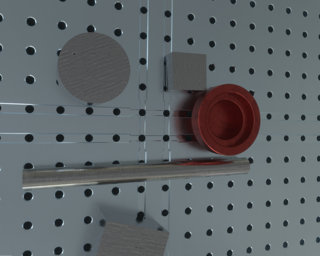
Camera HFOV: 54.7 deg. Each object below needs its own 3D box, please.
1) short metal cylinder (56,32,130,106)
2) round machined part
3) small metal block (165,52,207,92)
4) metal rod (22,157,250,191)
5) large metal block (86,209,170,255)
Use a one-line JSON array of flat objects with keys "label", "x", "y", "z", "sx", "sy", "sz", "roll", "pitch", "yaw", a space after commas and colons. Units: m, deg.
[{"label": "short metal cylinder", "x": -0.081, "y": -0.068, "z": 0.370, "sx": 0.081, "sy": 0.050, "sz": 0.079, "roll": 0, "pitch": 90, "yaw": -21}, {"label": "round machined part", "x": 0.088, "y": -0.011, "z": 0.438, "sx": 0.099, "sy": 0.042, "sz": 0.097, "roll": 0, "pitch": 90, "yaw": -21}, {"label": "small metal block", "x": 0.036, "y": -0.076, "z": 0.427, "sx": 0.050, "sy": 0.025, "sz": 0.050, "roll": -1, "pitch": 90, "yaw": -20}, {"label": "metal rod", "x": -0.015, "y": 0.058, "z": 0.408, "sx": 0.303, "sy": 0.025, "sz": 0.025, "roll": -1, "pitch": 91, "yaw": -21}, {"label": "large metal block", "x": -0.044, "y": 0.154, "z": 0.384, "sx": 0.081, "sy": 0.050, "sz": 0.080, "roll": 18, "pitch": 84, "yaw": -20}]
